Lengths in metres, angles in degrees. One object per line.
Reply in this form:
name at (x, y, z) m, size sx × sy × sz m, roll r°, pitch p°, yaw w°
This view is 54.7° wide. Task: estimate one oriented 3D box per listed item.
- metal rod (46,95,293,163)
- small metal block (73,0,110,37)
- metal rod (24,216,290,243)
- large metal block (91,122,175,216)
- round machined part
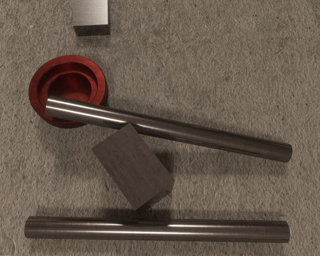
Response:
metal rod at (0.017, 0.003, 0.381) m, size 0.302 × 0.025 × 0.025 m, roll 11°, pitch 70°, yaw -7°
small metal block at (-0.103, -0.168, 0.468) m, size 0.050 × 0.025 × 0.050 m, roll -3°, pitch 70°, yaw -2°
metal rod at (-0.003, 0.119, 0.364) m, size 0.302 × 0.025 × 0.025 m, roll 1°, pitch 70°, yaw 0°
large metal block at (-0.029, 0.051, 0.360) m, size 0.050 × 0.080 × 0.080 m, roll -35°, pitch 74°, yaw -12°
round machined part at (-0.118, -0.045, 0.414) m, size 0.099 × 0.042 × 0.098 m, roll 0°, pitch 70°, yaw -1°
